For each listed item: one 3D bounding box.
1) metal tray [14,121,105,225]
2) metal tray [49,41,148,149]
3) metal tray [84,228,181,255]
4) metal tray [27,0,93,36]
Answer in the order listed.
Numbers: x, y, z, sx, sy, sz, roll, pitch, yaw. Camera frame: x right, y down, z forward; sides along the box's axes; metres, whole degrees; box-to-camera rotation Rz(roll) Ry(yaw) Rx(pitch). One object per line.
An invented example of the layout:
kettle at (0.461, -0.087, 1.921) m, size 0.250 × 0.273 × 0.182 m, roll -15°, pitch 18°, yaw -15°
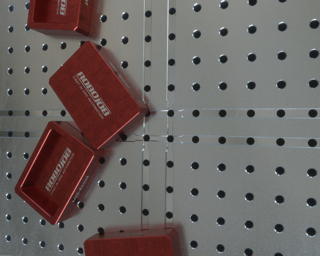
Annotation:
metal tray at (-0.152, 0.065, 0.464) m, size 0.090 × 0.030 × 0.129 m, roll 34°, pitch 101°, yaw 17°
metal tray at (-0.090, -0.046, 0.442) m, size 0.090 × 0.030 × 0.130 m, roll -40°, pitch 78°, yaw 15°
metal tray at (-0.035, 0.190, 0.423) m, size 0.130 × 0.030 × 0.090 m, roll -10°, pitch 87°, yaw 19°
metal tray at (-0.145, -0.208, 0.461) m, size 0.090 × 0.030 × 0.129 m, roll 9°, pitch 93°, yaw 19°
